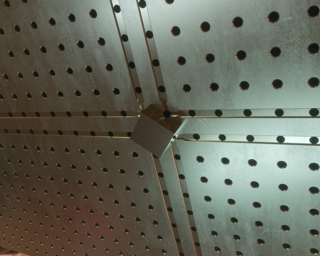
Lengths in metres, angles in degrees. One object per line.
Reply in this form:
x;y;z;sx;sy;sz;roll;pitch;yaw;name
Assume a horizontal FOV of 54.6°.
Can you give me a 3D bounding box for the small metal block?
-0.007;0.005;0.418;0.050;0.025;0.050;33;129;6;small metal block
